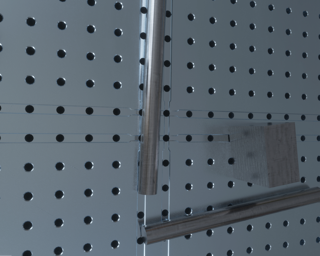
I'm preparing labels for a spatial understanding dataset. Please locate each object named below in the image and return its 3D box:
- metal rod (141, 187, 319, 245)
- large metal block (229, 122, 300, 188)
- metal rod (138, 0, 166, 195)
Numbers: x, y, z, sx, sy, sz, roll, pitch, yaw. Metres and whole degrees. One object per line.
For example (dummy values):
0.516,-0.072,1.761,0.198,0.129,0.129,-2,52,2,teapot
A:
0.120,0.125,0.458,0.303,0.025,0.025,-6,93,-20,metal rod
0.145,0.034,0.439,0.050,0.080,0.079,-7,93,-20,large metal block
-0.009,-0.063,0.410,0.025,0.025,0.298,3,89,-20,metal rod
